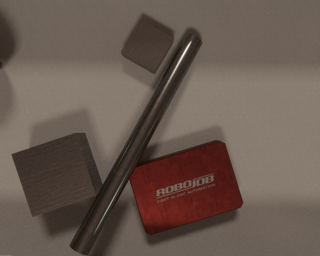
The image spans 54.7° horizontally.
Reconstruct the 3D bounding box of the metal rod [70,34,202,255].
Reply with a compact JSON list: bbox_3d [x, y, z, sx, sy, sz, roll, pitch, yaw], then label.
[{"bbox_3d":[-0.025,0.012,0.388,0.025,0.025,0.299,28,81,-1],"label":"metal rod"}]

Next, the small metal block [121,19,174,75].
[{"bbox_3d":[-0.016,-0.107,0.411,0.050,0.025,0.050,30,90,-1],"label":"small metal block"}]

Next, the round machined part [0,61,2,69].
[{"bbox_3d":[-0.249,-0.088,0.372,0.098,0.098,0.042,34,90,-1],"label":"round machined part"}]

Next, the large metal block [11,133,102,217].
[{"bbox_3d":[-0.127,0.057,0.397,0.080,0.050,0.080,-19,89,0],"label":"large metal block"}]

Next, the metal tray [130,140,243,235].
[{"bbox_3d":[0.033,0.077,0.409,0.131,0.030,0.090,-17,90,-1],"label":"metal tray"}]
